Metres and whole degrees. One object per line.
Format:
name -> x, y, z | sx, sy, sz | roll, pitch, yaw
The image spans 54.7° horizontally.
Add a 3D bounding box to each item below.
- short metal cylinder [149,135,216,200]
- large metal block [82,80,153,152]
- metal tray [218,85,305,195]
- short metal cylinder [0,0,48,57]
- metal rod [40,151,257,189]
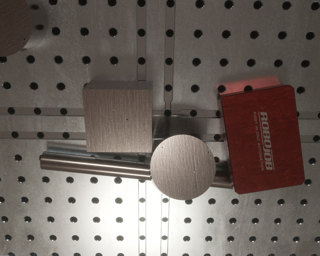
short metal cylinder -> 0.027, 0.052, 0.402 | 0.081, 0.050, 0.080 | 1, 80, -4
large metal block -> -0.050, -0.016, 0.394 | 0.081, 0.050, 0.079 | 0, 110, -1
metal tray -> 0.131, 0.015, 0.404 | 0.091, 0.030, 0.129 | -10, 98, 3
short metal cylinder -> -0.177, -0.124, 0.352 | 0.081, 0.050, 0.079 | 0, 110, -1
metal rod -> -0.011, 0.062, 0.436 | 0.302, 0.025, 0.025 | 7, 110, -3
